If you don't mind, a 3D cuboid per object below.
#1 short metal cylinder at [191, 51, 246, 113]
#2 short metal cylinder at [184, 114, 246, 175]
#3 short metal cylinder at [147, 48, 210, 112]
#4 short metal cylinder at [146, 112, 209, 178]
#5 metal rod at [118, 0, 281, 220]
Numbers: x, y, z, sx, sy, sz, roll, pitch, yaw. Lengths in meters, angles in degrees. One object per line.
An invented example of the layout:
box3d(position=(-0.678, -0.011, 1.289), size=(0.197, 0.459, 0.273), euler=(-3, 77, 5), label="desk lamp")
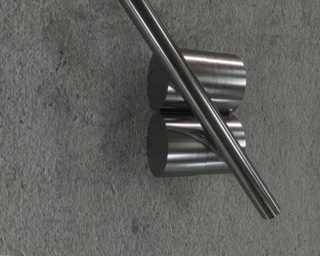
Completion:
box3d(position=(0.067, -0.059, 0.406), size=(0.050, 0.080, 0.079), euler=(1, 90, -20), label="short metal cylinder")
box3d(position=(0.067, 0.021, 0.406), size=(0.050, 0.080, 0.079), euler=(1, 90, -20), label="short metal cylinder")
box3d(position=(0.020, -0.060, 0.389), size=(0.050, 0.080, 0.079), euler=(1, 90, -20), label="short metal cylinder")
box3d(position=(0.019, 0.021, 0.388), size=(0.050, 0.080, 0.079), euler=(1, 90, -20), label="short metal cylinder")
box3d(position=(0.050, -0.018, 0.344), size=(0.025, 0.025, 0.299), euler=(-38, 103, -16), label="metal rod")
